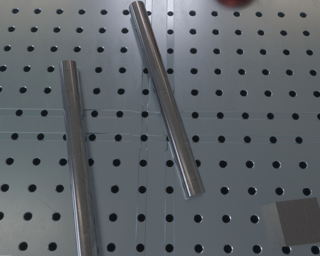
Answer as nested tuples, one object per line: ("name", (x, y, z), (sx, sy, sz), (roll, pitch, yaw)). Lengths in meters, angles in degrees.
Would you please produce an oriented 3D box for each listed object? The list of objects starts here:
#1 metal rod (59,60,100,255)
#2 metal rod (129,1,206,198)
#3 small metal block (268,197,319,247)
("metal rod", (-0.103, 0.047, 0.393), (0.025, 0.025, 0.299), (-10, 70, -4))
("metal rod", (0.004, -0.053, 0.430), (0.025, 0.025, 0.299), (-15, 71, -5))
("small metal block", (0.165, 0.113, 0.372), (0.050, 0.025, 0.050), (-6, 70, -3))
